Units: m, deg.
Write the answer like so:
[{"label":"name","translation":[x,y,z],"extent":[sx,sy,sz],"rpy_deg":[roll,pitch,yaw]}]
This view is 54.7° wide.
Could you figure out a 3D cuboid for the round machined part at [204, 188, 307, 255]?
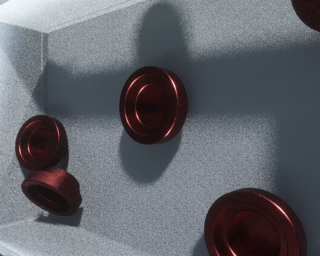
[{"label":"round machined part","translation":[0.098,0.109,0.315],"extent":[0.098,0.042,0.097],"rpy_deg":[0,90,40]}]

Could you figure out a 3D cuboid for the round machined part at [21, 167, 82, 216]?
[{"label":"round machined part","translation":[-0.175,0.102,0.518],"extent":[0.098,0.042,0.097],"rpy_deg":[12,136,12]}]

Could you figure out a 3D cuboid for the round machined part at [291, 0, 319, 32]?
[{"label":"round machined part","translation":[0.155,-0.128,0.257],"extent":[0.098,0.042,0.097],"rpy_deg":[11,106,46]}]

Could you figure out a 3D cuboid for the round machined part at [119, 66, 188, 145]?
[{"label":"round machined part","translation":[-0.004,-0.028,0.399],"extent":[0.098,0.042,0.097],"rpy_deg":[0,90,40]}]

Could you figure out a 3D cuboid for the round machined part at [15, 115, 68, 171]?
[{"label":"round machined part","translation":[-0.205,0.028,0.553],"extent":[0.098,0.042,0.098],"rpy_deg":[-5,77,22]}]
